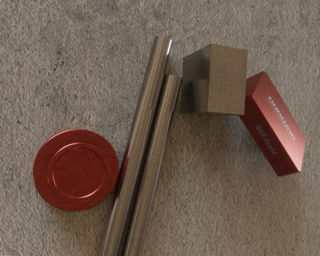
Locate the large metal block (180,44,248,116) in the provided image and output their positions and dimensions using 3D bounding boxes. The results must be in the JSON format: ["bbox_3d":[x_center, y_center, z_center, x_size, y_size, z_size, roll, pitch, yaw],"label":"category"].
[{"bbox_3d":[0.068,-0.057,0.406,0.050,0.080,0.079,4,89,-20],"label":"large metal block"}]

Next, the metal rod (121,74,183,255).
[{"bbox_3d":[-0.017,0.077,0.403,0.025,0.025,0.298,15,85,-20],"label":"metal rod"}]

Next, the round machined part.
[{"bbox_3d":[-0.097,0.050,0.365,0.099,0.042,0.097,0,90,-21],"label":"round machined part"}]

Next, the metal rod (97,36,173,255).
[{"bbox_3d":[-0.032,0.027,0.398,0.025,0.025,0.299,16,85,-20],"label":"metal rod"}]

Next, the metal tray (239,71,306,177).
[{"bbox_3d":[0.160,-0.007,0.443,0.130,0.030,0.090,54,40,-12],"label":"metal tray"}]
